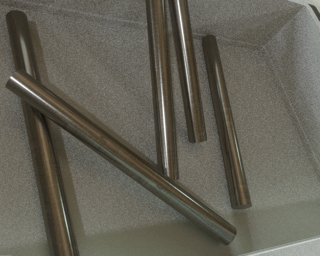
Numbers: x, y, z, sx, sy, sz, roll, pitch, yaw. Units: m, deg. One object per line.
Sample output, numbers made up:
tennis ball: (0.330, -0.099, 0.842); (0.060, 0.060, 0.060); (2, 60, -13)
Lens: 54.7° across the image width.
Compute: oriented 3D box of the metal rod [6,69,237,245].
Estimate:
metal rod: (-0.033, 0.040, 0.346); (0.301, 0.025, 0.025); (38, 51, -11)

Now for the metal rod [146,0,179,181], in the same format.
metal rod: (0.000, -0.086, 0.381); (0.025, 0.025, 0.298); (-3, 88, -30)

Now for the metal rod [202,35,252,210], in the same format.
metal rod: (0.097, -0.027, 0.476); (0.025, 0.025, 0.299); (10, 57, -23)

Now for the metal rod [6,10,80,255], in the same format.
metal rod: (-0.134, -0.009, 0.339); (0.025, 0.025, 0.299); (-6, 65, -31)

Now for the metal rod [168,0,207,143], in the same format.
metal rod: (0.029, -0.128, 0.409); (0.025, 0.025, 0.298); (-14, 99, -34)
